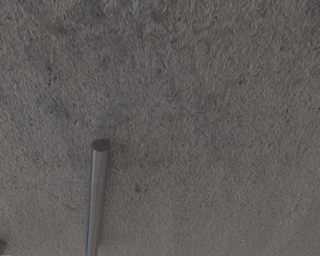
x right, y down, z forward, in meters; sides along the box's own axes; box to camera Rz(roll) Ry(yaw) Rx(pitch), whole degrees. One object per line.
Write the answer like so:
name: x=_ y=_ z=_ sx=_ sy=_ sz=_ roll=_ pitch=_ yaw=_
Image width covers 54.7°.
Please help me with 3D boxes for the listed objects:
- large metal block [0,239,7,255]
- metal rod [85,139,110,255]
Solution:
large metal block: x=-0.359 y=0.235 z=0.587 sx=0.080 sy=0.050 sz=0.080 roll=-25 pitch=126 yaw=19
metal rod: x=-0.109 y=0.135 z=0.521 sx=0.025 sy=0.025 sz=0.298 roll=8 pitch=130 yaw=-7
